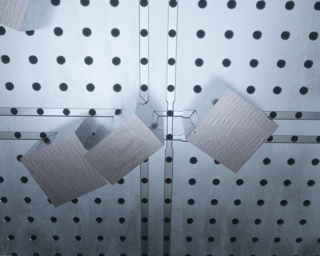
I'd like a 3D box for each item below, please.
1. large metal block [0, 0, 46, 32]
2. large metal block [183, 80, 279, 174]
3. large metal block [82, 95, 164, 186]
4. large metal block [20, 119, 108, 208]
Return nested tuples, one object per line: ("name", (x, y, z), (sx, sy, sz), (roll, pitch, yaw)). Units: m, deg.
("large metal block", (-0.172, -0.161, 0.339), (0.080, 0.050, 0.080), (22, 109, -8))
("large metal block", (0.088, -0.002, 0.400), (0.080, 0.050, 0.080), (34, 106, -12))
("large metal block", (-0.042, 0.012, 0.388), (0.080, 0.080, 0.050), (-39, 106, 13))
("large metal block", (-0.121, 0.047, 0.416), (0.080, 0.050, 0.080), (-25, 108, 9))
